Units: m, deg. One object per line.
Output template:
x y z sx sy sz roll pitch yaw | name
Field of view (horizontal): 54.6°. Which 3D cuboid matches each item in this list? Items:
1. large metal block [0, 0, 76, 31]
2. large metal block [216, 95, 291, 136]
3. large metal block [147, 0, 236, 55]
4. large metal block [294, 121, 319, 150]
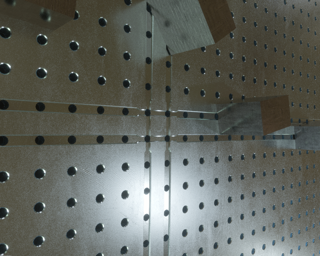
-0.124 -0.148 0.288 0.081 0.050 0.080 9 85 -40 | large metal block
0.150 -0.021 0.497 0.081 0.080 0.050 -14 99 -39 | large metal block
0.040 -0.149 0.406 0.050 0.080 0.080 -41 115 -32 | large metal block
0.347 0.015 0.662 0.081 0.080 0.050 -12 98 -39 | large metal block
